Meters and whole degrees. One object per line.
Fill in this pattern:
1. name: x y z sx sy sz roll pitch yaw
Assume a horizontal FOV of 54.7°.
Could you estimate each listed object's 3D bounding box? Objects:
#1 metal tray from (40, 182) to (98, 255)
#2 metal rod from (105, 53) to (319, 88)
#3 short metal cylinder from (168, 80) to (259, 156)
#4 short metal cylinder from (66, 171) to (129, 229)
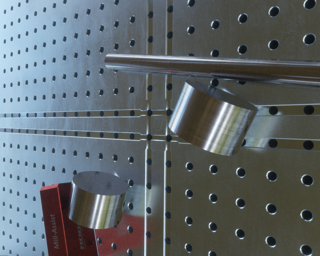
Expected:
1. metal tray: -0.138 0.150 0.478 0.030 0.090 0.129 -14 80 11
2. metal rod: 0.040 -0.075 0.376 0.300 0.025 0.025 13 98 39
3. short metal cylinder: 0.055 -0.012 0.328 0.080 0.081 0.050 33 111 35
4. short metal cylinder: -0.090 0.102 0.448 0.080 0.081 0.050 23 105 37
